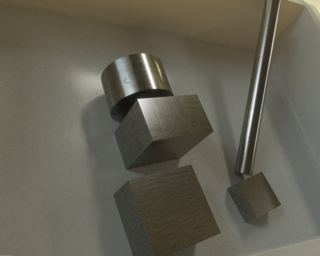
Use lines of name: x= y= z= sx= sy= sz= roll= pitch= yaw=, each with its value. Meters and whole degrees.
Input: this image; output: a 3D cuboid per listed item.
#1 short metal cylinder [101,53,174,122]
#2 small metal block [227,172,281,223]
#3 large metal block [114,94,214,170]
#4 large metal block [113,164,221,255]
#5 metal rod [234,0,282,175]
short metal cylinder: x=-0.028 y=-0.047 z=0.385 sx=0.081 sy=0.080 sz=0.050 roll=-5 pitch=64 yaw=-31
small metal block: x=0.127 y=0.093 z=0.420 sx=0.050 sy=0.025 sz=0.050 roll=-14 pitch=69 yaw=-34
large metal block: x=0.002 y=0.005 z=0.370 sx=0.081 sy=0.080 sz=0.050 roll=-8 pitch=66 yaw=-32
large metal block: x=0.006 y=0.093 z=0.337 sx=0.081 sy=0.050 sz=0.080 roll=-9 pitch=67 yaw=-32
metal rod: x=0.149 y=-0.079 z=0.461 sx=0.025 sy=0.025 sz=0.299 roll=17 pitch=79 yaw=-19
